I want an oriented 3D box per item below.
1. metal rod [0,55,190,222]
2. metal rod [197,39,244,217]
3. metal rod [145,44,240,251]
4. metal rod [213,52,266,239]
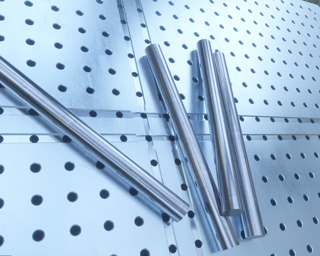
[{"bbox_3d":[-0.091,0.006,0.355,0.300,0.025,0.025,39,51,-2],"label":"metal rod"},{"bbox_3d":[0.080,-0.023,0.447,0.025,0.025,0.300,14,51,-21],"label":"metal rod"},{"bbox_3d":[0.035,0.010,0.420,0.025,0.025,0.299,-6,65,-31],"label":"metal rod"},{"bbox_3d":[0.109,0.007,0.461,0.025,0.025,0.299,9,58,-23],"label":"metal rod"}]
